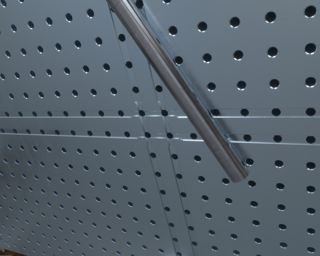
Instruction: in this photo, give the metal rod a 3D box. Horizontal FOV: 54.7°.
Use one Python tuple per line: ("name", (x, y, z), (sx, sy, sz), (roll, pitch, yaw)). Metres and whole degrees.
("metal rod", (0.016, -0.058, 0.365), (0.025, 0.025, 0.299), (-27, 104, 37))
